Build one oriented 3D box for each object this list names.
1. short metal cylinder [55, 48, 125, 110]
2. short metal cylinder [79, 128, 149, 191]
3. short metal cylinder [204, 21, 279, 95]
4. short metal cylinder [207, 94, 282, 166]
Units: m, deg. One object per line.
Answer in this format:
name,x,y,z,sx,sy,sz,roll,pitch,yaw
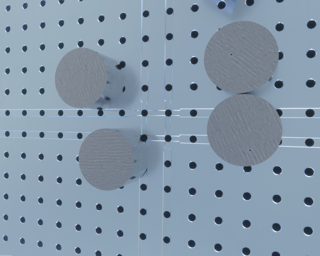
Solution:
short metal cylinder,-0.097,-0.066,0.432,0.080,0.050,0.079,0,90,19
short metal cylinder,-0.061,0.040,0.420,0.080,0.050,0.079,0,90,19
short metal cylinder,0.097,-0.078,0.365,0.080,0.050,0.079,0,90,19
short metal cylinder,0.100,0.002,0.364,0.080,0.050,0.079,0,90,19
